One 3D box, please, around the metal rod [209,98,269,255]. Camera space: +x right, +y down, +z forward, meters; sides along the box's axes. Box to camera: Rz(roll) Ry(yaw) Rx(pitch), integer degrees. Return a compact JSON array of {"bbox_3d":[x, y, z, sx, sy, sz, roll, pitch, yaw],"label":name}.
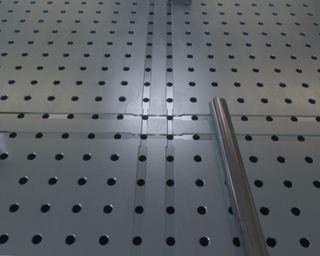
[{"bbox_3d":[0.090,0.081,0.340,0.025,0.025,0.300,-3,50,-2],"label":"metal rod"}]
